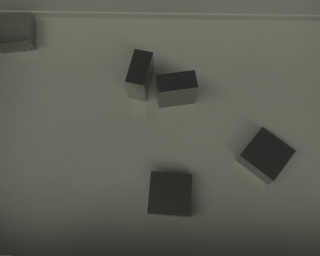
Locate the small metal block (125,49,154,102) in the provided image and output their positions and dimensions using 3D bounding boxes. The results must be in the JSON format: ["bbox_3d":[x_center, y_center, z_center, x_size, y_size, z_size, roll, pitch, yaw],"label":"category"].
[{"bbox_3d":[-0.027,-0.071,0.422,0.025,0.050,0.050,12,71,4],"label":"small metal block"}]

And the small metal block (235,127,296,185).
[{"bbox_3d":[0.135,0.036,0.397,0.050,0.025,0.050,38,74,13],"label":"small metal block"}]

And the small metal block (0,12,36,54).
[{"bbox_3d":[-0.214,-0.141,0.460,0.050,0.025,0.050,-7,70,-3],"label":"small metal block"}]

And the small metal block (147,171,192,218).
[{"bbox_3d":[0.012,0.082,0.380,0.050,0.025,0.050,4,70,1],"label":"small metal block"}]

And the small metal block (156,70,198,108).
[{"bbox_3d":[0.022,-0.051,0.415,0.050,0.050,0.025,-8,71,-3],"label":"small metal block"}]
